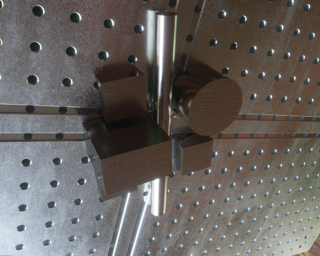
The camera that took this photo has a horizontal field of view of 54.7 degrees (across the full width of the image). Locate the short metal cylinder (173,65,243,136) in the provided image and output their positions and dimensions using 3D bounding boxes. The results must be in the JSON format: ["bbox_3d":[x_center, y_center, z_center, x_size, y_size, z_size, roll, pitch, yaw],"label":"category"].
[{"bbox_3d":[0.060,-0.036,0.406,0.081,0.050,0.079,-14,125,-21],"label":"short metal cylinder"}]

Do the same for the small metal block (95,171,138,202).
[{"bbox_3d":[-0.060,0.066,0.421,0.050,0.025,0.050,-15,125,-21],"label":"small metal block"}]

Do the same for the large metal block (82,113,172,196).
[{"bbox_3d":[-0.040,0.024,0.368,0.081,0.080,0.050,-15,125,-21],"label":"large metal block"}]

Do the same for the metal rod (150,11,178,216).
[{"bbox_3d":[0.002,0.003,0.415,0.025,0.025,0.298,-12,124,-22],"label":"metal rod"}]

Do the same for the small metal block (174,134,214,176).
[{"bbox_3d":[0.050,0.038,0.464,0.050,0.025,0.050,-14,124,-21],"label":"small metal block"}]

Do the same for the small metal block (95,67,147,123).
[{"bbox_3d":[-0.045,-0.039,0.364,0.050,0.025,0.050,-16,125,-20],"label":"small metal block"}]
